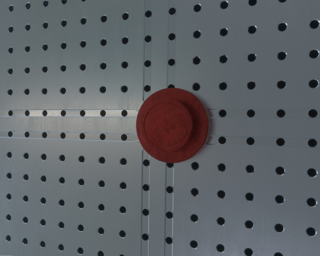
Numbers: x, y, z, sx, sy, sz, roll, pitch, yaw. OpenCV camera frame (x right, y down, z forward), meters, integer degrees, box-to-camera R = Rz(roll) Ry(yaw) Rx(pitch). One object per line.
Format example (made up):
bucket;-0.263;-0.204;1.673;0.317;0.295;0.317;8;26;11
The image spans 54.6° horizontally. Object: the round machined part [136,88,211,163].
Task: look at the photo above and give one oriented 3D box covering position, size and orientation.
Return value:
round machined part;0.014;-0.003;0.399;0.098;0.042;0.097;0;90;20
